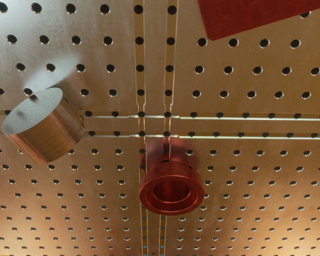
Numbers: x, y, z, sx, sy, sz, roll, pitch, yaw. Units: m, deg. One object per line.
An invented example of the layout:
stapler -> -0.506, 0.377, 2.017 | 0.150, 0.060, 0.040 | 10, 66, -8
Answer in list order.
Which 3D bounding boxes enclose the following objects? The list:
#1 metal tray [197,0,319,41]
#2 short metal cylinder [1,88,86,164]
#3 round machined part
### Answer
metal tray -> 0.097, -0.145, 0.287 | 0.130, 0.030, 0.090 | -15, 129, 11
short metal cylinder -> -0.137, -0.004, 0.370 | 0.080, 0.080, 0.050 | -18, 128, 14
round machined part -> 0.017, 0.089, 0.477 | 0.099, 0.042, 0.097 | -1, 130, 0
